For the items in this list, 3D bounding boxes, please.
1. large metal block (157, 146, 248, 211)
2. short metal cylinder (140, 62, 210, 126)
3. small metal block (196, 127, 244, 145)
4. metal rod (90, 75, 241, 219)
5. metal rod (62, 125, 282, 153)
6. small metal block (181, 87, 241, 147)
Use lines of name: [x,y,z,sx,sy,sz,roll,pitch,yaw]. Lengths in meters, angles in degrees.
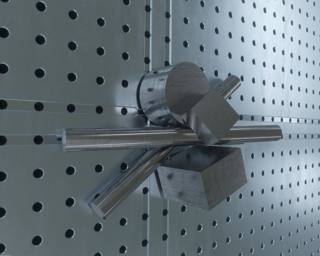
large metal block: [0.056,0.062,0.415,0.081,0.080,0.050,-23,105,-38]
short metal cylinder: [0.021,-0.043,0.406,0.081,0.050,0.080,1,89,-40]
small metal block: [0.090,0.012,0.464,0.050,0.050,0.025,0,90,-39]
metal rod: [0.026,0.009,0.428,0.302,0.025,0.025,-42,116,-32]
metal rod: [0.036,0.010,0.389,0.303,0.025,0.025,-1,91,-27]
small metal block: [0.063,-0.014,0.382,0.050,0.025,0.050,49,59,-3]
